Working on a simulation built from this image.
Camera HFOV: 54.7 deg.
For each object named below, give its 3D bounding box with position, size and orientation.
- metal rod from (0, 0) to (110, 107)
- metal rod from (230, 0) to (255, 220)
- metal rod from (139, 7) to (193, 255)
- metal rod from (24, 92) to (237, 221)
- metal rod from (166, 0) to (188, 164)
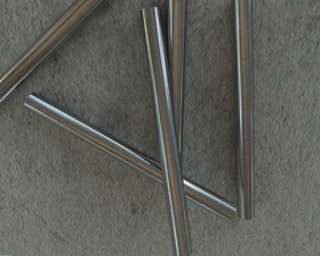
[{"bbox_3d":[-0.163,-0.076,0.379,0.300,0.025,0.025,-39,106,13],"label":"metal rod"},{"bbox_3d":[0.111,-0.010,0.407,0.025,0.025,0.298,-6,110,2],"label":"metal rod"},{"bbox_3d":[0.009,0.010,0.375,0.025,0.025,0.298,-8,96,2],"label":"metal rod"},{"bbox_3d":[-0.035,0.039,0.404,0.301,0.025,0.025,30,107,-3],"label":"metal rod"},{"bbox_3d":[0.019,-0.072,0.383,0.025,0.025,0.298,0,110,-1],"label":"metal rod"}]
